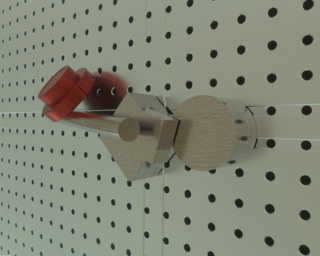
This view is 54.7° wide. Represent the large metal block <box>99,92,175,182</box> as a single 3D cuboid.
[{"bbox_3d":[-0.024,0.011,0.408,0.080,0.050,0.080,51,120,27],"label":"large metal block"}]

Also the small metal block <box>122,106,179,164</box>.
[{"bbox_3d":[-0.012,0.007,0.349,0.050,0.025,0.050,24,105,37],"label":"small metal block"}]

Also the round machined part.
[{"bbox_3d":[-0.152,-0.060,0.485,0.098,0.042,0.098,-33,31,23],"label":"round machined part"}]

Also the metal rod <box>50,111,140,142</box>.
[{"bbox_3d":[-0.114,-0.012,0.444,0.300,0.025,0.025,10,96,56],"label":"metal rod"}]

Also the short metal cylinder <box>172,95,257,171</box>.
[{"bbox_3d":[0.058,0.005,0.343,0.080,0.050,0.079,0,90,39],"label":"short metal cylinder"}]
